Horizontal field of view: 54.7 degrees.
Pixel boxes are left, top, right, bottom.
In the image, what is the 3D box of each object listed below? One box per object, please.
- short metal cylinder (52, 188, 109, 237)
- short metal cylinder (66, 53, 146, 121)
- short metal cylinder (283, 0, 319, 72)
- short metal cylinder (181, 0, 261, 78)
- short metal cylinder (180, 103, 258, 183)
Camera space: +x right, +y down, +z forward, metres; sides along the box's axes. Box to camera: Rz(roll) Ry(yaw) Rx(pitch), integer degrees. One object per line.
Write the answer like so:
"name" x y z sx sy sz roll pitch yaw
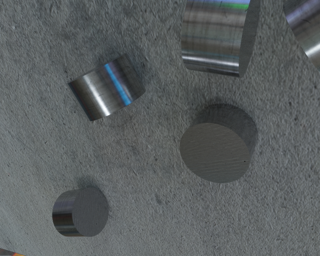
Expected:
"short metal cylinder" -0.135 0.145 0.532 0.050 0.080 0.080 -14 111 34
"short metal cylinder" -0.064 -0.050 0.374 0.080 0.080 0.050 -16 110 34
"short metal cylinder" 0.143 -0.082 0.245 0.050 0.080 0.080 -32 100 38
"short metal cylinder" 0.058 -0.090 0.285 0.050 0.080 0.079 13 124 21
"short metal cylinder" 0.070 0.018 0.365 0.080 0.050 0.079 13 124 21
